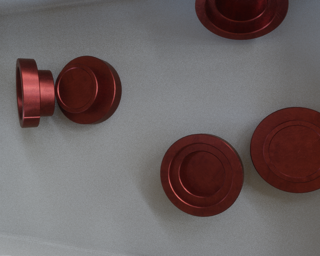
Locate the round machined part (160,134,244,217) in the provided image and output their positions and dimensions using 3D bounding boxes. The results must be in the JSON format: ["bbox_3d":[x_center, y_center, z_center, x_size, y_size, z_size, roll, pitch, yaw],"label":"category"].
[{"bbox_3d":[0.054,0.055,0.382,0.098,0.042,0.097,0,90,19],"label":"round machined part"}]

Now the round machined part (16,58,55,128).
[{"bbox_3d":[-0.179,-0.050,0.445,0.098,0.042,0.097,12,104,60],"label":"round machined part"}]

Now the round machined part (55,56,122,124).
[{"bbox_3d":[-0.108,-0.054,0.438,0.098,0.042,0.097,0,90,19],"label":"round machined part"}]

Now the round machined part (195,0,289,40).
[{"bbox_3d":[0.091,-0.147,0.345,0.098,0.098,0.042,5,66,19],"label":"round machined part"}]

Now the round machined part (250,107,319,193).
[{"bbox_3d":[0.152,0.025,0.348,0.098,0.042,0.097,0,90,19],"label":"round machined part"}]
